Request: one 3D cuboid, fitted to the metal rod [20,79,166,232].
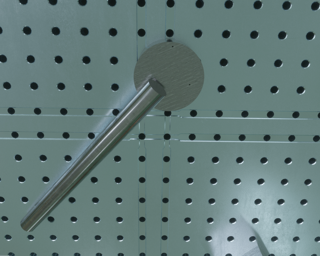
[{"bbox_3d":[-0.100,0.050,0.401,0.025,0.025,0.299,39,116,-14],"label":"metal rod"}]

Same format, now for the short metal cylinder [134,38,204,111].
[{"bbox_3d":[0.010,-0.066,0.376,0.081,0.050,0.079,0,110,-1],"label":"short metal cylinder"}]

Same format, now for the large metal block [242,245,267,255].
[{"bbox_3d":[0.144,0.245,0.477,0.080,0.080,0.050,-38,106,12],"label":"large metal block"}]
